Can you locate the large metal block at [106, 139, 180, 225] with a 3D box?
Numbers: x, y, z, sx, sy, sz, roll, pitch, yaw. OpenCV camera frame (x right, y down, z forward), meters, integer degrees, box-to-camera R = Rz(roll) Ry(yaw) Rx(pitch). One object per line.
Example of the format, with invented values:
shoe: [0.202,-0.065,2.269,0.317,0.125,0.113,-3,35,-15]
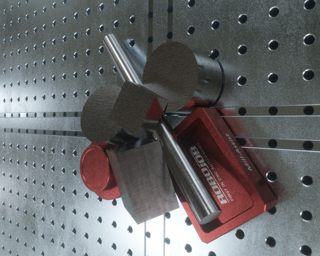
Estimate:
large metal block: [-0.024,0.059,0.374,0.080,0.050,0.080,179,74,-73]

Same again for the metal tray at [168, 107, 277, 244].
metal tray: [0.056,0.052,0.355,0.090,0.030,0.130,-44,64,31]

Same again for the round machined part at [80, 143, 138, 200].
round machined part: [-0.082,0.058,0.460,0.098,0.042,0.097,0,90,40]

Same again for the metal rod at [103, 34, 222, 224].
metal rod: [-0.012,-0.022,0.382,0.025,0.025,0.299,-50,51,28]

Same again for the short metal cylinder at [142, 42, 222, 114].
short metal cylinder: [0.026,-0.057,0.367,0.080,0.050,0.079,0,90,40]

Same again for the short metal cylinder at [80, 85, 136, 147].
short metal cylinder: [-0.061,-0.013,0.424,0.080,0.050,0.080,-10,69,28]

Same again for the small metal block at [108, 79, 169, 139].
small metal block: [-0.025,-0.021,0.356,0.050,0.025,0.050,33,102,35]
